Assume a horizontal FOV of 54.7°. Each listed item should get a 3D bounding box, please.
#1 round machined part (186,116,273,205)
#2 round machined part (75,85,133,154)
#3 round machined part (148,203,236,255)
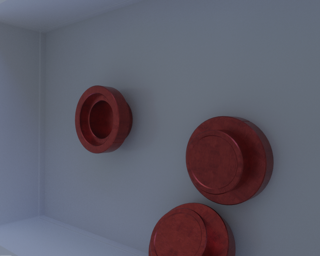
[{"bbox_3d":[0.068,0.035,0.339,0.098,0.042,0.097,0,90,39],"label":"round machined part"},{"bbox_3d":[-0.079,-0.012,0.458,0.098,0.042,0.097,0,90,39],"label":"round machined part"},{"bbox_3d":[0.029,0.128,0.340,0.098,0.042,0.098,-20,45,22],"label":"round machined part"}]
